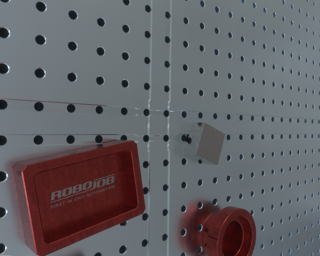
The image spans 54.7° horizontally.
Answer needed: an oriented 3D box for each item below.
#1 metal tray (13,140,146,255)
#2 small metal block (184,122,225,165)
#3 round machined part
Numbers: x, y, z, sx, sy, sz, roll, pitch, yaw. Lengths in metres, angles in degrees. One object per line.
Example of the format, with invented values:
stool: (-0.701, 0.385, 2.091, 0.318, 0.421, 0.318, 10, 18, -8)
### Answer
metal tray: (-0.081, 0.068, 0.338, 0.131, 0.030, 0.089, -12, 98, -39)
small metal block: (0.068, 0.024, 0.467, 0.050, 0.025, 0.050, 27, 73, -37)
round machined part: (0.105, 0.172, 0.487, 0.099, 0.042, 0.097, 0, 90, -40)
